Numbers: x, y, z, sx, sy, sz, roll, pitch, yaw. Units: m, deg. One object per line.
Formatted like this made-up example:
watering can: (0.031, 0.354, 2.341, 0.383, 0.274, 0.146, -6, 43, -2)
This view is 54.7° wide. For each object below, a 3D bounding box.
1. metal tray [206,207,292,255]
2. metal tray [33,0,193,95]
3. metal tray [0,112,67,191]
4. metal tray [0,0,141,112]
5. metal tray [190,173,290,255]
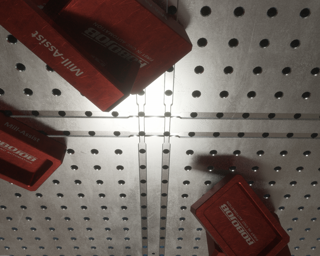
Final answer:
metal tray: (0.145, 0.183, 0.526, 0.131, 0.090, 0.030, 9, 129, -9)
metal tray: (-0.041, -0.088, 0.301, 0.090, 0.030, 0.131, -36, 145, 26)
metal tray: (-0.211, 0.031, 0.431, 0.130, 0.030, 0.090, 33, 123, -25)
metal tray: (-0.077, -0.086, 0.284, 0.030, 0.090, 0.130, -35, 116, 28)
metal tray: (0.120, 0.144, 0.466, 0.090, 0.030, 0.130, -38, 92, -11)
